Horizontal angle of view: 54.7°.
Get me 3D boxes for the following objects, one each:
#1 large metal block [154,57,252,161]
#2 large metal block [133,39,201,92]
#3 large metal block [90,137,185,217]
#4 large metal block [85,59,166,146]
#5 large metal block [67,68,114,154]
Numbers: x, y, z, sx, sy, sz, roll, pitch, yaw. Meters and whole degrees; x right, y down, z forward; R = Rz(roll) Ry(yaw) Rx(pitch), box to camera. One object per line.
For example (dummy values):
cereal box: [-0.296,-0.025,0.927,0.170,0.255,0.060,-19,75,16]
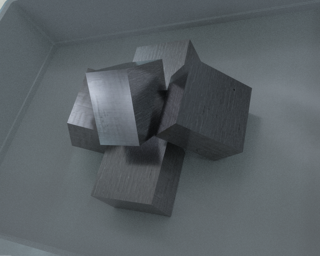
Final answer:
large metal block: [0.049,-0.018,0.345,0.050,0.080,0.080,-33,38,60]
large metal block: [0.006,-0.069,0.424,0.080,0.050,0.080,-1,61,27]
large metal block: [-0.024,0.054,0.368,0.080,0.050,0.080,1,62,28]
large metal block: [-0.032,-0.032,0.354,0.050,0.079,0.080,0,18,27]
large metal block: [-0.083,-0.019,0.415,0.050,0.080,0.080,15,65,-5]
